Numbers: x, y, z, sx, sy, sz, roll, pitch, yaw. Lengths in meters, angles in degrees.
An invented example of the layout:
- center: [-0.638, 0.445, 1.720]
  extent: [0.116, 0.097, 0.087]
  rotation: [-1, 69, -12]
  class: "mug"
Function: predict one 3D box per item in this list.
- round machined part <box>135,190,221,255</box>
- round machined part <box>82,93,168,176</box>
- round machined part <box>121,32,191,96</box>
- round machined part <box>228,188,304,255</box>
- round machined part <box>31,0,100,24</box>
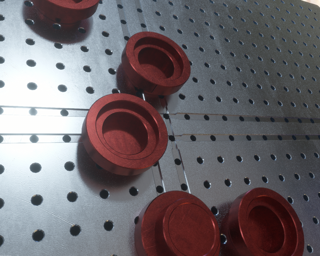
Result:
- center: [0.026, 0.115, 0.340]
  extent: [0.099, 0.042, 0.098]
  rotation: [13, 56, -21]
  class: "round machined part"
- center: [-0.043, 0.011, 0.367]
  extent: [0.099, 0.042, 0.098]
  rotation: [14, 56, -21]
  class: "round machined part"
- center: [-0.009, -0.087, 0.445]
  extent: [0.099, 0.042, 0.098]
  rotation: [13, 56, -21]
  class: "round machined part"
- center: [0.126, 0.128, 0.387]
  extent: [0.099, 0.042, 0.098]
  rotation: [13, 56, -21]
  class: "round machined part"
- center: [-0.137, -0.188, 0.438]
  extent: [0.099, 0.042, 0.098]
  rotation: [13, 56, -21]
  class: "round machined part"
